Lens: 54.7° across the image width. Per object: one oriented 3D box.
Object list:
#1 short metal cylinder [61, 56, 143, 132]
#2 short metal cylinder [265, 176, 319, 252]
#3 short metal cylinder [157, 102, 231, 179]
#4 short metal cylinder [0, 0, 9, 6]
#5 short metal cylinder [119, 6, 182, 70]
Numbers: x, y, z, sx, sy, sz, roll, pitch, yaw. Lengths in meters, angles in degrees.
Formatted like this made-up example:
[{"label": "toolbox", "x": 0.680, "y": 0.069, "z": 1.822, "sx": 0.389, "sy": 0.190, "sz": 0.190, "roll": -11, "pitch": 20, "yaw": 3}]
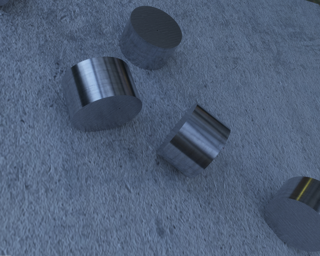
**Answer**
[{"label": "short metal cylinder", "x": -0.066, "y": -0.037, "z": 0.355, "sx": 0.081, "sy": 0.080, "sz": 0.050, "roll": -7, "pitch": 66, "yaw": -32}, {"label": "short metal cylinder", "x": 0.186, "y": 0.110, "z": 0.401, "sx": 0.050, "sy": 0.080, "sz": 0.080, "roll": -33, "pitch": 81, "yaw": -38}, {"label": "short metal cylinder", "x": 0.041, "y": 0.015, "z": 0.381, "sx": 0.050, "sy": 0.080, "sz": 0.080, "roll": 38, "pitch": 51, "yaw": -3}, {"label": "short metal cylinder", "x": -0.210, "y": -0.198, "z": 0.376, "sx": 0.080, "sy": 0.080, "sz": 0.050, "roll": 22, "pitch": 54, "yaw": -16}, {"label": "short metal cylinder", "x": -0.014, "y": -0.133, "z": 0.461, "sx": 0.081, "sy": 0.050, "sz": 0.080, "roll": 14, "pitch": 56, "yaw": -21}]
